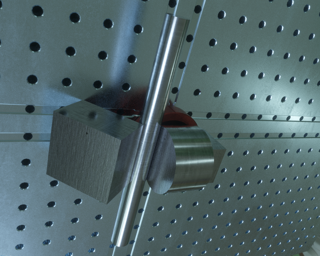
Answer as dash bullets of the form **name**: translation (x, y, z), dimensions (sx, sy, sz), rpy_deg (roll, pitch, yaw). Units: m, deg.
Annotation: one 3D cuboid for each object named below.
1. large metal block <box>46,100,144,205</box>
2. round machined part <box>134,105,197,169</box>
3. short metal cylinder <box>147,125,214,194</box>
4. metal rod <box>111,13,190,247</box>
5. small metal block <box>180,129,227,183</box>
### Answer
- **large metal block**: translation (-0.073, 0.024, 0.344), dimensions (0.050, 0.080, 0.079), rpy_deg (-39, 148, -61)
- **round machined part**: translation (-0.001, 0.014, 0.408), dimensions (0.099, 0.042, 0.097), rpy_deg (-14, 125, -21)
- **short metal cylinder**: translation (0.019, 0.036, 0.371), dimensions (0.050, 0.080, 0.079), rpy_deg (1, 118, -29)
- **metal rod**: translation (-0.019, 0.022, 0.362), dimensions (0.025, 0.025, 0.298), rpy_deg (1, 118, -29)
- **small metal block**: translation (0.052, 0.035, 0.392), dimensions (0.025, 0.050, 0.050), rpy_deg (1, 118, -30)
